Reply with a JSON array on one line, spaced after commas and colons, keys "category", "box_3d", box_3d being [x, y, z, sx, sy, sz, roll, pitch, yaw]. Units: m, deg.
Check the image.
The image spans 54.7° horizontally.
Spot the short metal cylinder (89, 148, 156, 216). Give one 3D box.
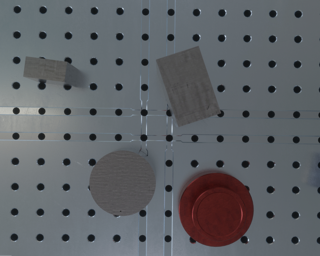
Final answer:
[{"category": "short metal cylinder", "box_3d": [-0.045, 0.067, 0.400, 0.081, 0.050, 0.079, 0, 90, 0]}]

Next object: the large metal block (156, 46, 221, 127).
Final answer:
[{"category": "large metal block", "box_3d": [0.032, -0.047, 0.386, 0.050, 0.080, 0.080, -18, 90, 0]}]

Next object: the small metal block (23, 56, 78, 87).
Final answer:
[{"category": "small metal block", "box_3d": [-0.139, -0.071, 0.400, 0.050, 0.050, 0.025, 7, 90, 0]}]

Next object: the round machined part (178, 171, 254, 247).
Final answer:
[{"category": "round machined part", "box_3d": [0.074, 0.108, 0.405, 0.099, 0.042, 0.097, 0, 90, 0]}]
